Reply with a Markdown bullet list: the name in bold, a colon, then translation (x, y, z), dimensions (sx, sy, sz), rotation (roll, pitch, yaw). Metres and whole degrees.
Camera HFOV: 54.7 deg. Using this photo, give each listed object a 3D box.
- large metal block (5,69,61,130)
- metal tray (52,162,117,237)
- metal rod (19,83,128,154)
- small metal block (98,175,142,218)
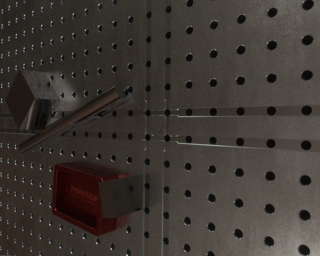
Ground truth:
- **large metal block**: translation (-0.244, -0.053, 0.590), dimensions (0.080, 0.050, 0.080), rotation (-51, 61, 28)
- **metal tray**: translation (-0.126, 0.112, 0.506), dimensions (0.130, 0.030, 0.089), rotation (8, 95, 39)
- **metal rod**: translation (-0.166, -0.007, 0.542), dimensions (0.299, 0.025, 0.025), rotation (-24, 75, 37)
- **small metal block**: translation (-0.056, 0.096, 0.437), dimensions (0.025, 0.050, 0.050), rotation (-16, 80, 39)
